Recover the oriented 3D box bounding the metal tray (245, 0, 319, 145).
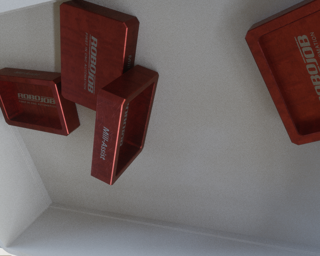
[{"bbox_3d":[0.150,-0.053,0.293,0.090,0.030,0.130,-19,109,35],"label":"metal tray"}]

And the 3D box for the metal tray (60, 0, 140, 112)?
[{"bbox_3d":[-0.080,-0.085,0.393,0.090,0.030,0.129,22,127,14],"label":"metal tray"}]

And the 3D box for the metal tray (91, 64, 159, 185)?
[{"bbox_3d":[-0.044,-0.003,0.386,0.030,0.090,0.129,24,127,13],"label":"metal tray"}]

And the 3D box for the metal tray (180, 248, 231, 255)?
[{"bbox_3d":[0.100,0.249,0.508,0.130,0.030,0.089,-3,117,29],"label":"metal tray"}]

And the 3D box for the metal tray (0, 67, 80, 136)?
[{"bbox_3d":[-0.193,-0.042,0.478,0.130,0.030,0.089,9,122,23],"label":"metal tray"}]
